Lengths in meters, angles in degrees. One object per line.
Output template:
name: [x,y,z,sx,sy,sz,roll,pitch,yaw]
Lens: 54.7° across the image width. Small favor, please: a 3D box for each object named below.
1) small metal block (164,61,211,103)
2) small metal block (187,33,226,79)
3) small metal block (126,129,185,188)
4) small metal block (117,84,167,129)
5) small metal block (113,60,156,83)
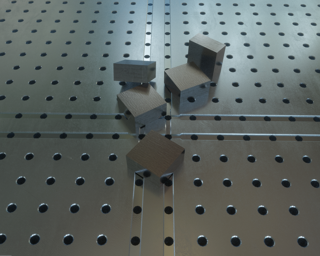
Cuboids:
small metal block: [0.040,-0.070,0.467,0.050,0.025,0.050,-21,53,-17]
small metal block: [0.072,-0.114,0.488,0.050,0.050,0.025,32,57,24]
small metal block: [-0.005,0.036,0.377,0.050,0.025,0.050,30,56,22]
small metal block: [-0.025,-0.032,0.435,0.050,0.025,0.050,-26,55,-21]
small metal block: [-0.036,-0.085,0.462,0.050,0.025,0.050,6,19,11]
